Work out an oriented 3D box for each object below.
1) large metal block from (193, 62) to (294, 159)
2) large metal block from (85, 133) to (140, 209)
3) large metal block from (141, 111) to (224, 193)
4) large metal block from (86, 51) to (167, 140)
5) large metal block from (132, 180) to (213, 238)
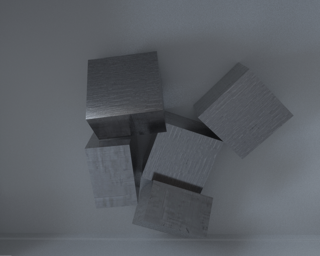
[{"bbox_3d":[0.101,-0.022,0.390,0.080,0.050,0.080,42,104,-14],"label":"large metal block"},{"bbox_3d":[-0.056,0.044,0.396,0.050,0.080,0.079,-5,110,1],"label":"large metal block"},{"bbox_3d":[0.027,0.031,0.409,0.080,0.050,0.079,18,109,-7],"label":"large metal block"},{"bbox_3d":[-0.038,-0.037,0.360,0.080,0.080,0.050,-7,152,3],"label":"large metal block"},{"bbox_3d":[0.014,0.112,0.415,0.080,0.080,0.050,18,67,-9],"label":"large metal block"}]
